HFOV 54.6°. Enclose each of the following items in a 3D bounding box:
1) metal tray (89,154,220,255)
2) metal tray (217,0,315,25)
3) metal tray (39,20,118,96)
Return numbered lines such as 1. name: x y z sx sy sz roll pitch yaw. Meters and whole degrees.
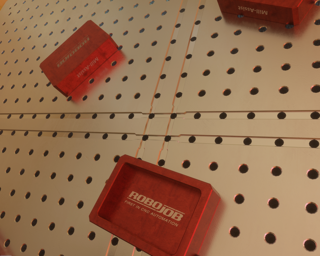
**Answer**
1. metal tray: -0.009 0.091 0.354 0.130 0.030 0.090 15 69 34
2. metal tray: 0.158 -0.202 0.447 0.130 0.030 0.090 29 78 37
3. metal tray: -0.149 -0.130 0.565 0.130 0.030 0.090 -43 51 -2
